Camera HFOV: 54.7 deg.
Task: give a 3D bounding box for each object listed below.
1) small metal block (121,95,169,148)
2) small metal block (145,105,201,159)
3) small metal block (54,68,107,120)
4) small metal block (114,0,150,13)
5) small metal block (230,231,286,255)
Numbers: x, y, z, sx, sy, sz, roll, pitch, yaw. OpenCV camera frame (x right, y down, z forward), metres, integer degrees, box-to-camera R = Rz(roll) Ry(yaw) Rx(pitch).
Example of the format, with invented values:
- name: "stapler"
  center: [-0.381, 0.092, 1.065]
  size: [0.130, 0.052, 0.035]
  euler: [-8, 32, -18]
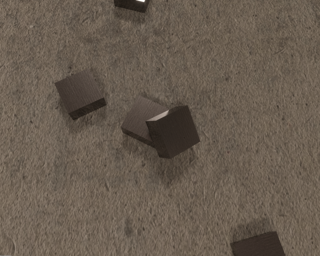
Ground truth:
- name: "small metal block"
  center: [-0.016, -0.008, 0.411]
  size: [0.050, 0.025, 0.050]
  euler: [26, 72, 8]
- name: "small metal block"
  center: [0.017, 0.004, 0.387]
  size: [0.050, 0.025, 0.050]
  euler: [-27, 103, -30]
- name: "small metal block"
  center: [-0.108, -0.046, 0.424]
  size: [0.050, 0.025, 0.050]
  euler: [-26, 72, -10]
- name: "small metal block"
  center: [-0.041, -0.214, 0.486]
  size: [0.050, 0.025, 0.050]
  euler: [16, 71, 5]
- name: "small metal block"
  center: [0.115, 0.151, 0.354]
  size: [0.050, 0.025, 0.050]
  euler: [-14, 71, -6]
